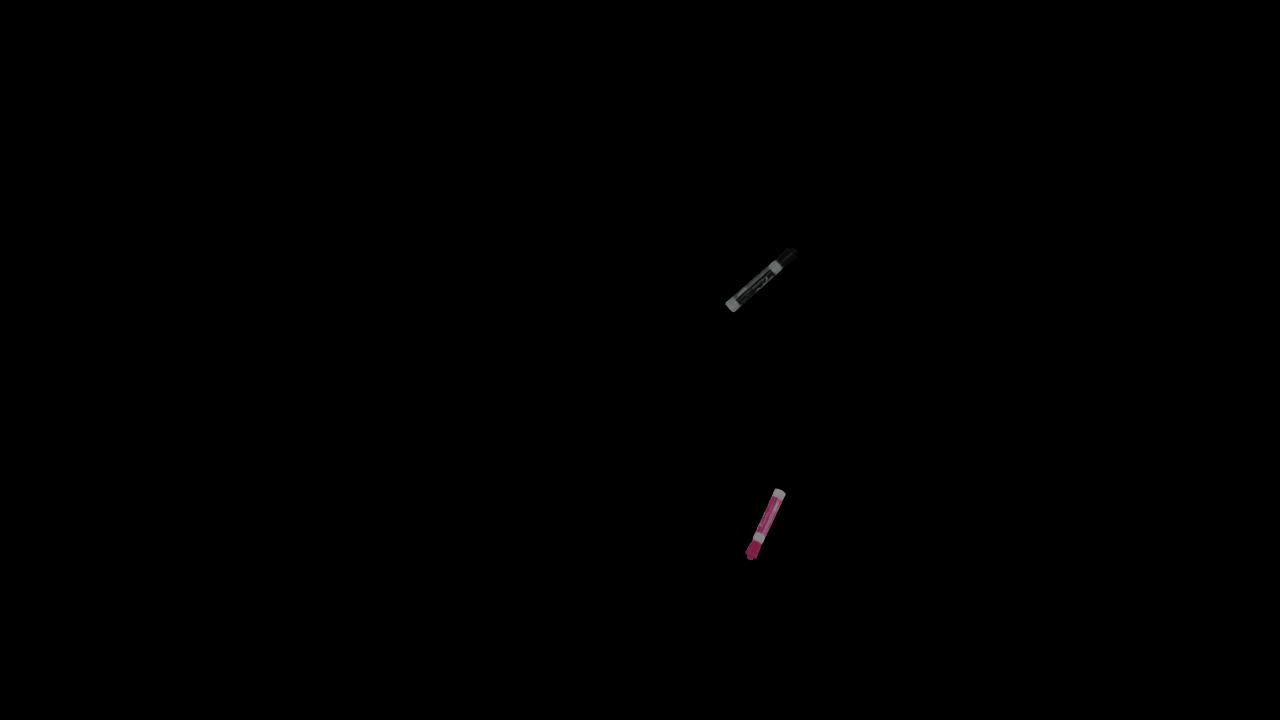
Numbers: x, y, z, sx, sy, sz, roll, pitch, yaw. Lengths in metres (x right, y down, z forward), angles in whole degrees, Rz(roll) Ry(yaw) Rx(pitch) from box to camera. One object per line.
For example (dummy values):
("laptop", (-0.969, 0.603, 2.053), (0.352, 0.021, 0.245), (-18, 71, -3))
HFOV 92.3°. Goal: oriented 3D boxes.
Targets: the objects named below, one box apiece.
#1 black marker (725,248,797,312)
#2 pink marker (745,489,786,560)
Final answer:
("black marker", (0.171, -0.113, 0.862), (0.121, 0.020, 0.020), (-42, -15, 18))
("pink marker", (0.197, 0.258, 0.966), (0.020, 0.121, 0.020), (26, -25, 13))
